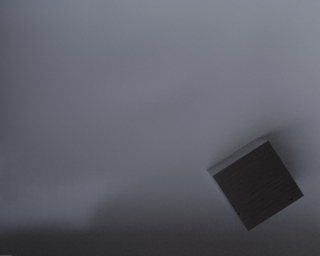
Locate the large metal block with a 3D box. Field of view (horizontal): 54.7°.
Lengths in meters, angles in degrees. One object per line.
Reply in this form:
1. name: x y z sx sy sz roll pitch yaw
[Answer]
1. large metal block: 0.119 0.070 0.400 0.080 0.050 0.080 -33 90 0
